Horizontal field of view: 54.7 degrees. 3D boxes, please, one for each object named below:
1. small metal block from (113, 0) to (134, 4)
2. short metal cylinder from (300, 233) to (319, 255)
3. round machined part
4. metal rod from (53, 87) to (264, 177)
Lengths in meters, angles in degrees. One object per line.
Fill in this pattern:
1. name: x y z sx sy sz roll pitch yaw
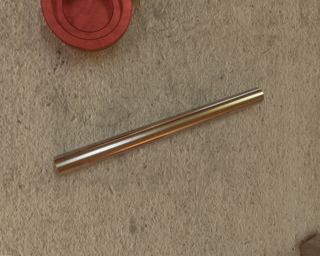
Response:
1. small metal block: -0.039 -0.187 0.379 0.025 0.050 0.050 -25 100 -52
2. short metal cylinder: 0.269 0.205 0.482 0.050 0.080 0.080 -22 98 -19
3. round machined part: -0.083 -0.139 0.363 0.099 0.042 0.097 -1 96 -11
4. metal rod: 0.013 -0.002 0.414 0.302 0.025 0.025 -19 97 -19
